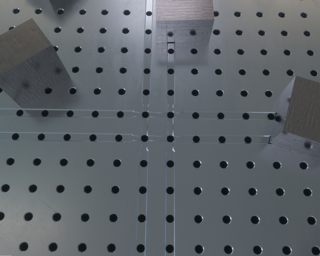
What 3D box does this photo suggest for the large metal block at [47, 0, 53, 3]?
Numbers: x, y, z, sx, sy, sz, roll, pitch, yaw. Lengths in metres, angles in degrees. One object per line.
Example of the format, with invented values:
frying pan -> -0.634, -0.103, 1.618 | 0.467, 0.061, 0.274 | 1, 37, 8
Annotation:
large metal block -> -0.184, -0.262, 0.493 | 0.080, 0.050, 0.080 | 35, 74, 12

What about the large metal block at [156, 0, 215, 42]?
large metal block -> 0.034, -0.178, 0.464 | 0.080, 0.050, 0.080 | -1, 70, -1

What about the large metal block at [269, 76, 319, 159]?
large metal block -> 0.199, -0.011, 0.404 | 0.080, 0.050, 0.080 | 18, 71, 6

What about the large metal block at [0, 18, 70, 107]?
large metal block -> -0.178, -0.084, 0.412 | 0.080, 0.080, 0.050 | -35, 74, -12
